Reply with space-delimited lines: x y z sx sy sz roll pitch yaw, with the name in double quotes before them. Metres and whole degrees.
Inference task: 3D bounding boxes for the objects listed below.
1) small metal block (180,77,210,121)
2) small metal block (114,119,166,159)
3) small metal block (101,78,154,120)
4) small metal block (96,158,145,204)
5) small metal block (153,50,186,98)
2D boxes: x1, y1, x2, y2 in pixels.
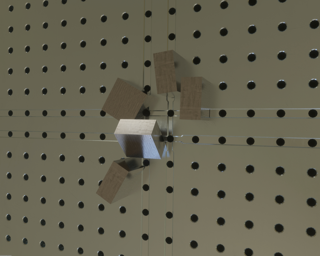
"small metal block" 0.044 -0.035 0.384 0.025 0.050 0.050 2 91 20
"small metal block" -0.025 0.015 0.406 0.050 0.050 0.025 1 50 20
"small metal block" -0.044 -0.034 0.429 0.050 0.025 0.050 32 100 17
"small metal block" -0.053 0.070 0.418 0.025 0.050 0.050 32 101 17
"small metal block" 0.015 -0.067 0.395 0.025 0.050 0.050 -7 88 20
